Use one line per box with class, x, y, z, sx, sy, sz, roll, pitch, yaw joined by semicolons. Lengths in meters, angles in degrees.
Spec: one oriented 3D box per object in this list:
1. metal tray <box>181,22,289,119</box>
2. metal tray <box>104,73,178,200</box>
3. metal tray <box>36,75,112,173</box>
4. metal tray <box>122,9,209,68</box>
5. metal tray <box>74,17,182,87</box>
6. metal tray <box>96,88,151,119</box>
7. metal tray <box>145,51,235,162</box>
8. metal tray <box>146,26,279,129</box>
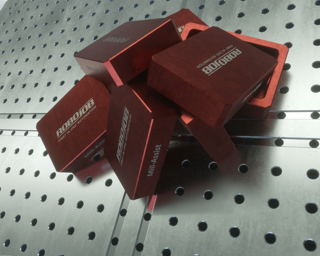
metal tray;0.079;-0.073;0.381;0.130;0.030;0.090;19;70;14
metal tray;-0.029;0.008;0.360;0.030;0.129;0.090;-11;44;-31
metal tray;-0.110;-0.009;0.440;0.130;0.030;0.090;-41;66;15
metal tray;0.007;-0.117;0.450;0.131;0.030;0.090;-28;53;-8
metal tray;-0.044;-0.095;0.374;0.090;0.030;0.130;-38;29;-15
metal tray;-0.067;-0.051;0.472;0.130;0.030;0.090;-43;51;-2
metal tray;0.028;-0.028;0.370;0.030;0.090;0.130;-39;50;3
metal tray;0.060;-0.061;0.331;0.090;0.030;0.131;35;45;18
